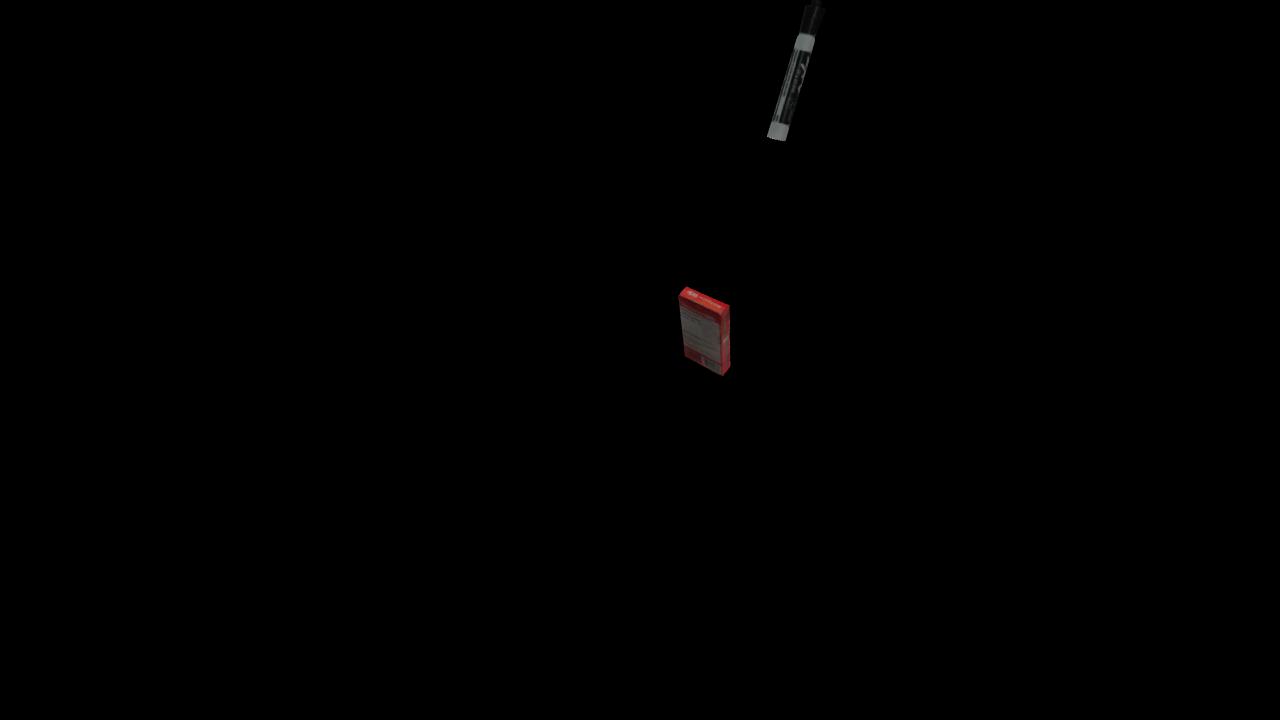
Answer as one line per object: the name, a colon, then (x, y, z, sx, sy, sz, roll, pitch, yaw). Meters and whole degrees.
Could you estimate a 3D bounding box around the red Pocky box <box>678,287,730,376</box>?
red Pocky box: (0.107, -0.045, 0.997, 0.083, 0.028, 0.155, 30, -28, 28)

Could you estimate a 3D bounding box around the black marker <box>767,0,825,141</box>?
black marker: (0.146, -0.269, 0.577, 0.020, 0.121, 0.020, 11, 24, -5)
